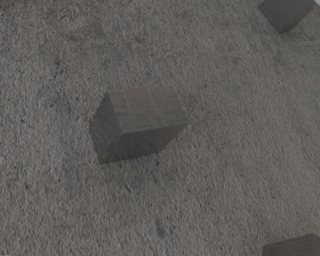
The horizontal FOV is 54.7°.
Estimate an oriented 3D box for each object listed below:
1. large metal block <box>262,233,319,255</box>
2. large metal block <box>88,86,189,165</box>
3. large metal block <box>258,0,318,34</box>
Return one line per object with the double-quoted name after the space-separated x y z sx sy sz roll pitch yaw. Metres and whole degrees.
0.155 0.174 0.345 0.050 0.080 0.080 35 51 -5 "large metal block"
-0.027 -0.003 0.355 0.081 0.080 0.050 -9 66 -32 "large metal block"
0.279 -0.268 0.682 0.050 0.080 0.080 -23 74 -36 "large metal block"
